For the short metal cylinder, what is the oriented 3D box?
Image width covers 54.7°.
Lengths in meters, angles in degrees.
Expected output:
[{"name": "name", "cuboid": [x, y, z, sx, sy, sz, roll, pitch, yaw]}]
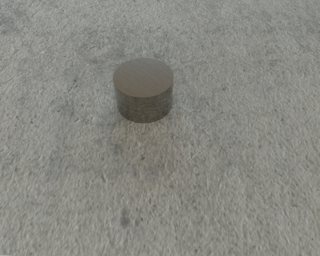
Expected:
[{"name": "short metal cylinder", "cuboid": [-0.022, -0.053, 0.431, 0.081, 0.050, 0.080, 0, 50, 0]}]
